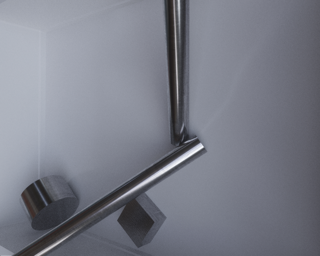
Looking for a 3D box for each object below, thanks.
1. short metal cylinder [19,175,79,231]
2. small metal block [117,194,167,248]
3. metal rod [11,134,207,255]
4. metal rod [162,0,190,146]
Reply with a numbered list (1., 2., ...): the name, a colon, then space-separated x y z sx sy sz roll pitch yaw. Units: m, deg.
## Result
1. short metal cylinder: -0.186 0.125 0.521 0.050 0.081 0.080 47 118 29
2. small metal block: -0.026 0.125 0.426 0.050 0.025 0.050 43 116 31
3. metal rod: -0.075 0.101 0.384 0.300 0.025 0.025 -34 67 6
4. metal rod: 0.016 -0.103 0.298 0.025 0.025 0.298 29 138 36
